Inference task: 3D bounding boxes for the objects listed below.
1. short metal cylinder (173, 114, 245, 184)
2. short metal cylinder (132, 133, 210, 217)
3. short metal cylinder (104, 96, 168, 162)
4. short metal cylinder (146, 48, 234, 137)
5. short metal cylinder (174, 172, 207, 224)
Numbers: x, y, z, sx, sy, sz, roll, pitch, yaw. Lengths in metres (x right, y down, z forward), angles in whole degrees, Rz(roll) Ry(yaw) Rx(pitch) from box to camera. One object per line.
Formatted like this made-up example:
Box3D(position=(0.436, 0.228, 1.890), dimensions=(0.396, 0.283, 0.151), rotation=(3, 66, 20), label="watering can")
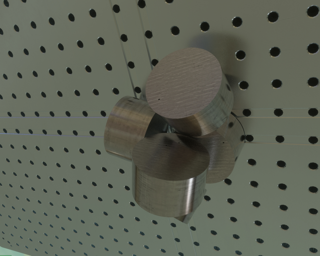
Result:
Box3D(position=(0.057, 0.020, 0.376), dimensions=(0.080, 0.050, 0.079), rotation=(13, 123, 21), label="short metal cylinder")
Box3D(position=(0.010, 0.048, 0.334), dimensions=(0.080, 0.080, 0.050), rotation=(16, 125, 19), label="short metal cylinder")
Box3D(position=(-0.027, 0.004, 0.392), dimensions=(0.050, 0.080, 0.079), rotation=(17, 125, 18), label="short metal cylinder")
Box3D(position=(0.032, -0.037, 0.327), dimensions=(0.080, 0.080, 0.050), rotation=(2, 159, 27), label="short metal cylinder")
Box3D(position=(0.015, 0.084, 0.412), dimensions=(0.080, 0.050, 0.080), rotation=(31, 171, 6), label="short metal cylinder")
